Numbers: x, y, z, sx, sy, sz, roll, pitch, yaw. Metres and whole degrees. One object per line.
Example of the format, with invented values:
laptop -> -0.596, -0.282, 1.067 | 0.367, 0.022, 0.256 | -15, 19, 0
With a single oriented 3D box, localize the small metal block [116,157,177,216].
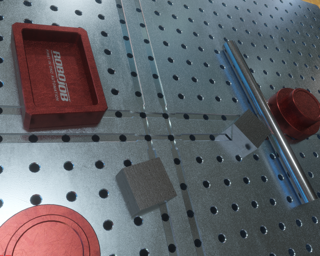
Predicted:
small metal block -> -0.016, 0.067, 0.359 | 0.050, 0.025, 0.050 | -14, 69, -34

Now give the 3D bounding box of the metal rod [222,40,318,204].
metal rod -> 0.174, -0.022, 0.514 | 0.025, 0.025, 0.299 | -7, 65, -31

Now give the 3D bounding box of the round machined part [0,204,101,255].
round machined part -> -0.100, 0.115, 0.273 | 0.099, 0.042, 0.098 | 14, 56, -21

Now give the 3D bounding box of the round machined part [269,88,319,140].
round machined part -> 0.247, -0.032, 0.549 | 0.099, 0.042, 0.098 | 14, 56, -21

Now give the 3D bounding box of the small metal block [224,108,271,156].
small metal block -> 0.135, 0.006, 0.477 | 0.050, 0.025, 0.050 | 48, 51, 5

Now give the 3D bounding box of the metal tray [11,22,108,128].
metal tray -> -0.124, -0.066, 0.378 | 0.091, 0.030, 0.130 | -5, 64, -31
